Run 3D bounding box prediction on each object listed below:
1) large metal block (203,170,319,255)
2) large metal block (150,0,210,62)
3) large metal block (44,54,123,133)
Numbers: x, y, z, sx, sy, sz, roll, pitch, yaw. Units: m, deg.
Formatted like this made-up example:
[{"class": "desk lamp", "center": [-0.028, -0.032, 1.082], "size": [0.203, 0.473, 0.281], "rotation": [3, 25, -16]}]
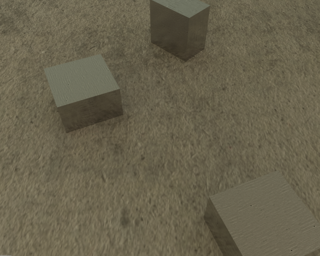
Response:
[{"class": "large metal block", "center": [0.100, 0.099, 0.305], "size": [0.081, 0.050, 0.080], "rotation": [-17, 52, -14]}, {"class": "large metal block", "center": [0.031, -0.170, 0.511], "size": [0.080, 0.080, 0.050], "rotation": [36, 59, 26]}, {"class": "large metal block", "center": [-0.105, -0.050, 0.427], "size": [0.081, 0.050, 0.080], "rotation": [-19, 53, -16]}]
